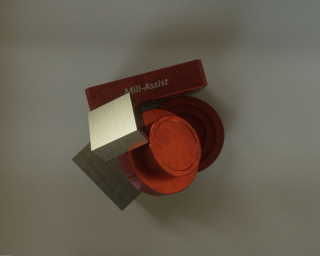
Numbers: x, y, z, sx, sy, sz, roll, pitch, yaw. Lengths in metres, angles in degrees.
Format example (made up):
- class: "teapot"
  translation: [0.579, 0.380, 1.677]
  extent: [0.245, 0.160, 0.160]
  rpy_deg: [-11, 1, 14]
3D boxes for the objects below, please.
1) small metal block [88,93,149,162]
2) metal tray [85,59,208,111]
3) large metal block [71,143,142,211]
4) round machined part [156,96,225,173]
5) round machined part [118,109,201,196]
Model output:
- class: "small metal block"
  translation: [-0.044, -0.001, 0.317]
  extent: [0.050, 0.025, 0.050]
  rpy_deg: [-24, 51, 12]
- class: "metal tray"
  translation: [-0.015, -0.045, 0.377]
  extent: [0.131, 0.090, 0.030]
  rpy_deg: [-15, 91, -1]
- class: "large metal block"
  translation: [-0.052, 0.046, 0.382]
  extent: [0.050, 0.080, 0.080]
  rpy_deg: [-44, 91, 0]
- class: "round machined part"
  translation: [0.031, 0.009, 0.403]
  extent: [0.099, 0.042, 0.097]
  rpy_deg: [0, 90, -1]
- class: "round machined part"
  translation: [0.006, 0.024, 0.344]
  extent: [0.099, 0.042, 0.098]
  rpy_deg: [14, 65, -31]
